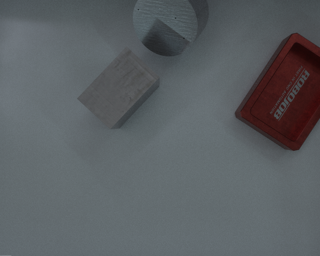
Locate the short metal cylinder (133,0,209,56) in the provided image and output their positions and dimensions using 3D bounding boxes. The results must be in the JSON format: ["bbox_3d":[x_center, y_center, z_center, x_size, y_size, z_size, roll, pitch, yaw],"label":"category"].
[{"bbox_3d":[0.014,-0.135,0.379,0.080,0.050,0.079,13,130,17],"label":"short metal cylinder"}]

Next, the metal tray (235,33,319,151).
[{"bbox_3d":[0.174,-0.046,0.411,0.090,0.030,0.130,33,90,-1],"label":"metal tray"}]

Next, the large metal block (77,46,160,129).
[{"bbox_3d":[-0.046,-0.045,0.383,0.050,0.080,0.080,43,90,-1],"label":"large metal block"}]
